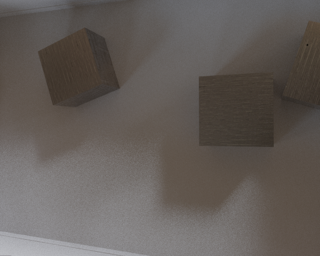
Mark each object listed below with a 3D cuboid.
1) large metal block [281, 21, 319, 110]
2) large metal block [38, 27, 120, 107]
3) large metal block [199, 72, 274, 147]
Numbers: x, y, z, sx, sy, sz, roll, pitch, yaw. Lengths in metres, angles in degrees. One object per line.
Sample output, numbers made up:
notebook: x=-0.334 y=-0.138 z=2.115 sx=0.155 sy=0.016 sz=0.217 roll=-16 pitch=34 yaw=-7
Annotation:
large metal block: x=0.185 y=-0.060 z=0.332 sx=0.080 sy=0.050 sz=0.080 roll=19 pitch=97 yaw=19
large metal block: x=-0.114 y=-0.082 z=0.437 sx=0.080 sy=0.050 sz=0.080 roll=-20 pitch=84 yaw=19
large metal block: x=0.091 y=-0.020 z=0.365 sx=0.080 sy=0.050 sz=0.080 roll=0 pitch=90 yaw=20
